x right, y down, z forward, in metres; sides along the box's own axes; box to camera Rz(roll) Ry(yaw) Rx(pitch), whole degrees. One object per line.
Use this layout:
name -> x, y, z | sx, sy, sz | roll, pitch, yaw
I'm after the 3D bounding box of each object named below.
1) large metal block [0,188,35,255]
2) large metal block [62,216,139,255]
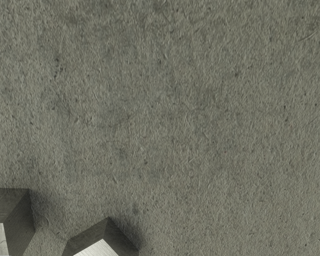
large metal block -> -0.218, 0.139, 0.430 | 0.050, 0.080, 0.079 | 1, 110, -1
large metal block -> -0.089, 0.195, 0.467 | 0.080, 0.050, 0.080 | -33, 107, 11
